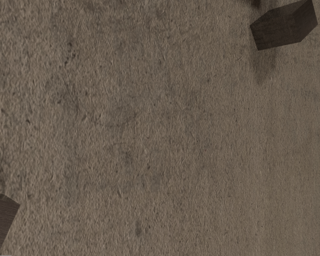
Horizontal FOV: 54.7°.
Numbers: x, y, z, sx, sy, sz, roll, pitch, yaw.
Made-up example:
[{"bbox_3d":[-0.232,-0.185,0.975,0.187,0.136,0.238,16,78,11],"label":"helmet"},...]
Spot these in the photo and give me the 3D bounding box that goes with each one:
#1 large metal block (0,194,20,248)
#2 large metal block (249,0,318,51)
[{"bbox_3d":[-0.174,0.084,0.244,0.080,0.050,0.080,31,71,-36],"label":"large metal block"},{"bbox_3d":[0.224,-0.187,0.560,0.080,0.080,0.050,-41,115,-33],"label":"large metal block"}]
